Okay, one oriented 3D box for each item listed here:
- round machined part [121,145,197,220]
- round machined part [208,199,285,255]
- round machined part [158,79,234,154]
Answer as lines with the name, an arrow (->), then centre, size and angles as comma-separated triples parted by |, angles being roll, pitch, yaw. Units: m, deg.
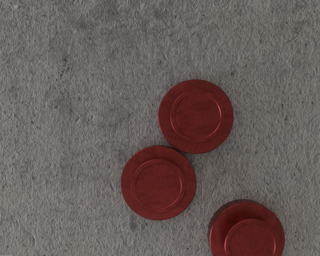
round machined part -> -0.002, 0.072, 0.401 | 0.099, 0.042, 0.097 | 0, 90, 0
round machined part -> 0.114, 0.146, 0.402 | 0.099, 0.042, 0.097 | 0, 90, 0
round machined part -> 0.047, -0.015, 0.402 | 0.099, 0.042, 0.097 | 0, 90, 0
